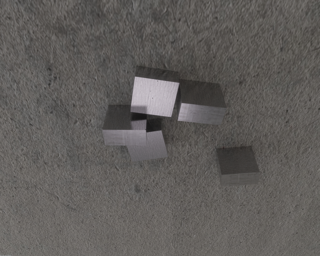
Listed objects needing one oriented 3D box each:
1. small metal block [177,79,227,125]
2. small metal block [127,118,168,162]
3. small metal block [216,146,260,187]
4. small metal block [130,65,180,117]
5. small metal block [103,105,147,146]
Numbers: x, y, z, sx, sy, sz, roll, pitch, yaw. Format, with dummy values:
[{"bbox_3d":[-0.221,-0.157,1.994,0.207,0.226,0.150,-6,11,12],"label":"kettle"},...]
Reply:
[{"bbox_3d":[0.047,-0.031,0.365,0.050,0.050,0.025,6,130,-5],"label":"small metal block"},{"bbox_3d":[-0.018,0.017,0.421,0.050,0.025,0.050,-9,131,7],"label":"small metal block"},{"bbox_3d":[0.108,0.053,0.437,0.050,0.050,0.025,-4,130,3],"label":"small metal block"},{"bbox_3d":[-0.007,-0.043,0.370,0.050,0.025,0.050,7,130,-6],"label":"small metal block"},{"bbox_3d":[-0.041,-0.004,0.387,0.050,0.050,0.025,0,130,-1],"label":"small metal block"}]
